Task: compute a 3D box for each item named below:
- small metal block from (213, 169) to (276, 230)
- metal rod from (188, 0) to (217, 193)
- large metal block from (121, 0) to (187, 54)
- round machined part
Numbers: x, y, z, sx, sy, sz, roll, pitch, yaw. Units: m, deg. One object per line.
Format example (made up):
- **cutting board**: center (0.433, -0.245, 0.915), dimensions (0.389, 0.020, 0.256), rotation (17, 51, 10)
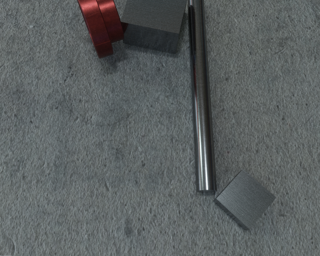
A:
- **small metal block**: center (0.102, 0.087, 0.378), dimensions (0.050, 0.025, 0.050), rotation (42, 75, 13)
- **metal rod**: center (0.056, -0.063, 0.431), dimensions (0.025, 0.025, 0.299), rotation (0, 70, -1)
- **large metal block**: center (-0.007, -0.163, 0.453), dimensions (0.080, 0.050, 0.080), rotation (12, 70, 1)
- **round machined part**: center (-0.080, -0.148, 0.423), dimensions (0.042, 0.098, 0.098), rotation (-21, 72, -7)
